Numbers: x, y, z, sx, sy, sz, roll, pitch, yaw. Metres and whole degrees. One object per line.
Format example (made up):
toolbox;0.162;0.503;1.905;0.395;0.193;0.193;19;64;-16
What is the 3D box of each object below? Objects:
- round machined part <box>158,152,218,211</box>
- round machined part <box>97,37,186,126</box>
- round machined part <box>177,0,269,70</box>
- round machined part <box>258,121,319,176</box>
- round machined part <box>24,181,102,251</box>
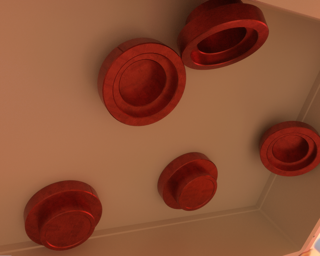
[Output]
round machined part;0.049;0.090;0.482;0.099;0.042;0.097;-14;125;-21
round machined part;-0.023;-0.054;0.353;0.099;0.042;0.097;-14;125;-21
round machined part;0.067;-0.108;0.348;0.099;0.042;0.098;-12;164;-3
round machined part;0.216;0.030;0.519;0.099;0.042;0.097;4;120;8
round machined part;-0.123;0.120;0.406;0.099;0.042;0.097;-14;125;-21
